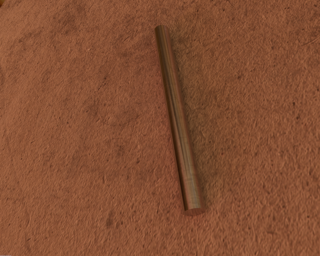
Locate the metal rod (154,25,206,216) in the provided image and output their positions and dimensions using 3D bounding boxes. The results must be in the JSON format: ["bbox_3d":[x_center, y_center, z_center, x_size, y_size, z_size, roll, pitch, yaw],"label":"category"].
[{"bbox_3d":[0.019,-0.033,0.414,0.025,0.025,0.300,-20,54,17],"label":"metal rod"}]
